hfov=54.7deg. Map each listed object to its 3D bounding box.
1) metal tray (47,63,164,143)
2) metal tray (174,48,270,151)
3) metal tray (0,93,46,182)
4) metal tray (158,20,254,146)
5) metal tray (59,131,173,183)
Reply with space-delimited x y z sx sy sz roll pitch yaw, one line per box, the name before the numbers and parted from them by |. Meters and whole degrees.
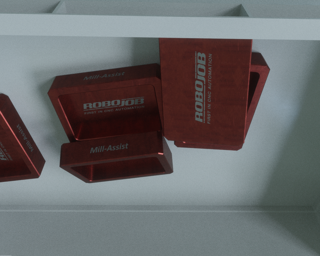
metal tray | -0.057 -0.026 0.382 0.131 0.030 0.089 -7 130 5
metal tray | 0.069 -0.030 0.381 0.091 0.030 0.129 3 130 -4
metal tray | -0.225 0.019 0.418 0.090 0.030 0.129 -7 130 5
metal tray | 0.049 -0.046 0.333 0.090 0.030 0.129 4 117 15
metal tray | -0.054 0.042 0.415 0.131 0.030 0.090 -8 155 8
